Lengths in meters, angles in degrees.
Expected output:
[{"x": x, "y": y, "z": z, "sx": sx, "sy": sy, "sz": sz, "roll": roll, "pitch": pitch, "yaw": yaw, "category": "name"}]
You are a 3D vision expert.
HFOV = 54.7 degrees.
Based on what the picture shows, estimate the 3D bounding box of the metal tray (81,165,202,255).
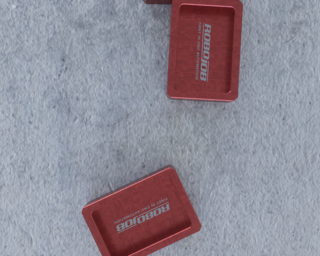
[{"x": -0.023, "y": 0.116, "z": 0.407, "sx": 0.131, "sy": 0.030, "sz": 0.090, "roll": -25, "pitch": 90, "yaw": -1, "category": "metal tray"}]

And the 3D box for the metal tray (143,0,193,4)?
[{"x": 0.042, "y": -0.213, "z": 0.407, "sx": 0.131, "sy": 0.030, "sz": 0.089, "roll": 0, "pitch": 90, "yaw": -1, "category": "metal tray"}]

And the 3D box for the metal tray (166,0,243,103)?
[{"x": 0.057, "y": -0.101, "z": 0.408, "sx": 0.091, "sy": 0.030, "sz": 0.129, "roll": 3, "pitch": 90, "yaw": -1, "category": "metal tray"}]
